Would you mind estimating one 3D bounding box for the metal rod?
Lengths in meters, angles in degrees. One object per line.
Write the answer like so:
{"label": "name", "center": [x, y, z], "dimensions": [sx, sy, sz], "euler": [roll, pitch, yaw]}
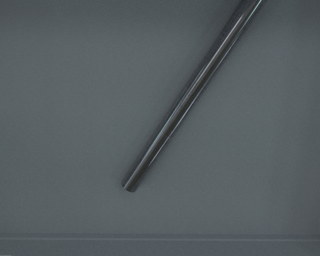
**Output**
{"label": "metal rod", "center": [0.035, -0.036, 0.398], "dimensions": [0.025, 0.025, 0.299], "euler": [30, 107, -11]}
